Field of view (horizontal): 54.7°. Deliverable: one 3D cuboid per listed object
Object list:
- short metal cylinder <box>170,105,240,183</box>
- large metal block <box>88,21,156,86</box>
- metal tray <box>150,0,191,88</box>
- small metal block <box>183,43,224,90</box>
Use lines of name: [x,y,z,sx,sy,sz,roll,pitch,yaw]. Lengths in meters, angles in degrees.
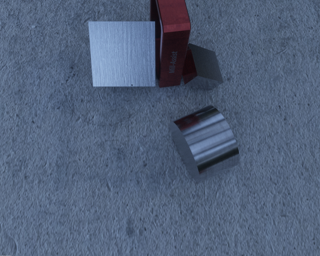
short metal cylinder: [0.052,0.019,0.373,0.050,0.080,0.080,-23,72,-8]
large metal block: [-0.046,-0.099,0.410,0.080,0.050,0.079,0,109,0]
metal tray: [0.009,-0.121,0.395,0.030,0.130,0.090,-8,69,-5]
small metal block: [0.055,-0.083,0.426,0.050,0.025,0.050,6,65,-39]
